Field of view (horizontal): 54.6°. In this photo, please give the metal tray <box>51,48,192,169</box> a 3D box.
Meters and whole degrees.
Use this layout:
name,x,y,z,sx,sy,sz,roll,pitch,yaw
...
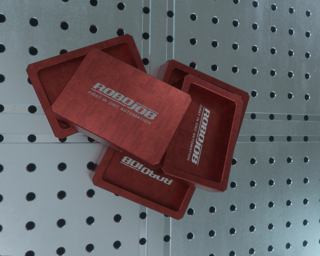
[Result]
name,x,y,z,sx,sy,sz,roll,pitch,yaw
metal tray,-0.041,-0.023,0.351,0.130,0.030,0.090,27,72,4

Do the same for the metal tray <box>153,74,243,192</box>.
name,x,y,z,sx,sy,sz,roll,pitch,yaw
metal tray,0.051,0.008,0.395,0.090,0.030,0.130,21,71,-19

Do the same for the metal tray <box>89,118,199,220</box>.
name,x,y,z,sx,sy,sz,roll,pitch,yaw
metal tray,-0.013,0.054,0.405,0.131,0.030,0.090,28,81,-18

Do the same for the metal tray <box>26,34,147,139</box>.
name,x,y,z,sx,sy,sz,roll,pitch,yaw
metal tray,-0.081,-0.052,0.380,0.131,0.030,0.090,-24,98,-18

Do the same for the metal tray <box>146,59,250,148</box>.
name,x,y,z,sx,sy,sz,roll,pitch,yaw
metal tray,0.052,-0.027,0.428,0.131,0.030,0.090,20,83,-18
